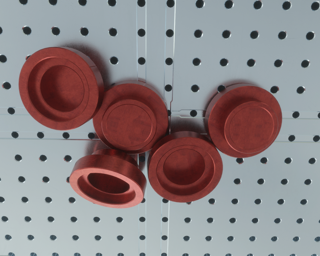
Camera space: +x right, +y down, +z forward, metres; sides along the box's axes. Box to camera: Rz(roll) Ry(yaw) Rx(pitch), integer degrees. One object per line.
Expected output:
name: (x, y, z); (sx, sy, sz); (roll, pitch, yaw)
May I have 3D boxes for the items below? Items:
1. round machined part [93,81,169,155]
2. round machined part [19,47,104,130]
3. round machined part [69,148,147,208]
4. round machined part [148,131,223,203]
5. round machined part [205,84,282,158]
round machined part: (-0.038, -0.009, 0.400); (0.099, 0.042, 0.097); (0, 110, -1)
round machined part: (-0.115, -0.049, 0.378); (0.098, 0.042, 0.097); (2, 105, 9)
round machined part: (-0.066, 0.064, 0.413); (0.099, 0.042, 0.097); (7, 138, 6)
round machined part: (0.032, 0.049, 0.420); (0.099, 0.042, 0.097); (-2, 112, -4)
round machined part: (0.111, -0.006, 0.399); (0.099, 0.042, 0.097); (-2, 107, -5)
